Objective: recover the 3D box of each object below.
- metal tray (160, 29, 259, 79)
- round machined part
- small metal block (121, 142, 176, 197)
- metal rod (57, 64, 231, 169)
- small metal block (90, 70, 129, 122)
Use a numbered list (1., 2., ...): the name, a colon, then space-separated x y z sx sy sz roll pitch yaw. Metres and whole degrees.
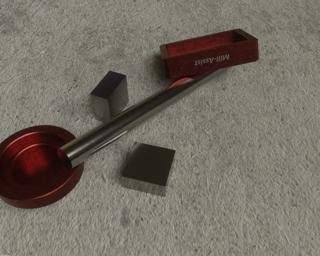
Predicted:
1. metal tray: 0.068 -0.113 0.460 0.131 0.030 0.090 -12 27 2
2. round machined part: -0.136 0.047 0.351 0.099 0.042 0.098 0 50 0
3. small metal block: -0.012 0.048 0.363 0.050 0.025 0.050 11 51 9
4. metal rod: 0.003 -0.037 0.405 0.025 0.025 0.302 36 49 26
5. small metal block: -0.067 -0.041 0.420 0.025 0.050 0.050 19 52 14
